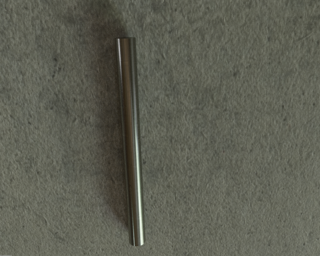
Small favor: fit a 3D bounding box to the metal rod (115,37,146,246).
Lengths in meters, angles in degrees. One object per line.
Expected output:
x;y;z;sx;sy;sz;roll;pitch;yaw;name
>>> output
-0.038;0.032;0.421;0.025;0.025;0.298;-1;110;0;metal rod
